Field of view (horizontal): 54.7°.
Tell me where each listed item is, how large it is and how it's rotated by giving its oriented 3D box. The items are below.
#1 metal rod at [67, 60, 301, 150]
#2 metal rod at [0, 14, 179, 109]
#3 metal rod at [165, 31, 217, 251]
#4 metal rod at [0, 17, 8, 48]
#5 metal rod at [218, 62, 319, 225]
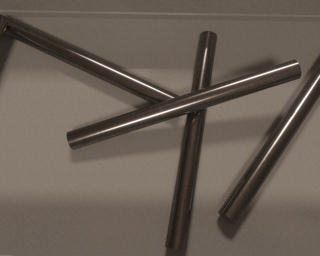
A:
[{"bbox_3d":[0.028,-0.029,0.396,0.301,0.025,0.025,-18,71,3],"label":"metal rod"},{"bbox_3d":[-0.109,-0.095,0.442,0.301,0.025,0.025,26,72,8],"label":"metal rod"},{"bbox_3d":[0.045,0.002,0.409,0.025,0.025,0.299,10,70,3],"label":"metal rod"},{"bbox_3d":[-0.254,-0.011,0.398,0.025,0.025,0.299,10,75,3],"label":"metal rod"},{"bbox_3d":[0.172,-0.003,0.412,0.025,0.025,0.300,36,73,12],"label":"metal rod"}]
